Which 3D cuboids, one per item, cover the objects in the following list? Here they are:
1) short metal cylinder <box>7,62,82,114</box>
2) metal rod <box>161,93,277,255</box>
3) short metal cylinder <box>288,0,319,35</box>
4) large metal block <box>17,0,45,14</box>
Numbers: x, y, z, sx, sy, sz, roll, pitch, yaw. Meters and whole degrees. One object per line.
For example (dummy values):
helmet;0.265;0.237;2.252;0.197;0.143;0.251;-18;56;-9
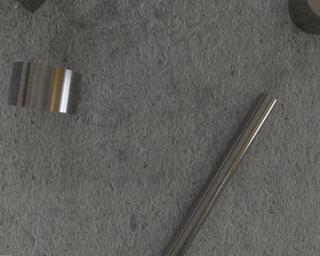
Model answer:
short metal cylinder;-0.140;-0.047;0.381;0.080;0.080;0.050;8;90;0
metal rod;0.066;0.087;0.410;0.025;0.025;0.299;31;90;0
short metal cylinder;0.216;-0.167;0.399;0.081;0.050;0.079;0;90;0
large metal block;-0.175;-0.211;0.396;0.080;0.050;0.080;43;90;0
